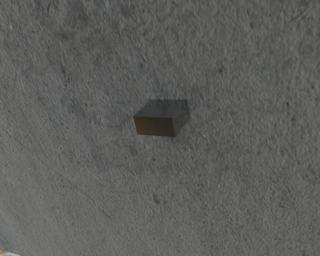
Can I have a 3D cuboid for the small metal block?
[{"bbox_3d":[0.003,-0.014,0.379,0.050,0.050,0.025,3,120,26],"label":"small metal block"}]
